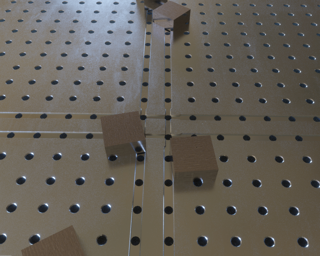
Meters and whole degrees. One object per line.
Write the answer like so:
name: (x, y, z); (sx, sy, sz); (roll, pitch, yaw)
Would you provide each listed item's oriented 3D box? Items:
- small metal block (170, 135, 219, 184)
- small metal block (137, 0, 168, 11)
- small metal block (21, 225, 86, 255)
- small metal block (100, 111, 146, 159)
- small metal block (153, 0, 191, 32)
small metal block: (0.040, 0.038, 0.377); (0.050, 0.025, 0.050); (-4, 50, -4)
small metal block: (-0.018, -0.267, 0.632); (0.050, 0.025, 0.050); (-18, 53, -15)
small metal block: (-0.097, 0.131, 0.296); (0.050, 0.025, 0.050); (-23, 54, -19)
small metal block: (-0.048, 0.008, 0.400); (0.050, 0.025, 0.050); (-10, 51, -9)
small metal block: (0.022, -0.212, 0.586); (0.050, 0.025, 0.050); (34, 57, 24)
